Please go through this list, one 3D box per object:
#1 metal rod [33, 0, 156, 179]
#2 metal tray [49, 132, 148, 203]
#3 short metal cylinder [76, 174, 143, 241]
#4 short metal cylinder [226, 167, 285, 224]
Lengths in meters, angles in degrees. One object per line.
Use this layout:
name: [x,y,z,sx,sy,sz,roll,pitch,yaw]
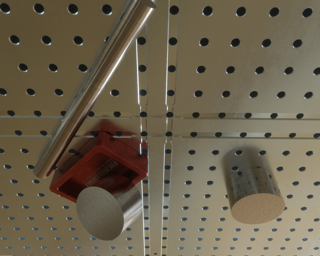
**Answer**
metal rod: [-0.096,-0.030,0.384,0.025,0.025,0.298,26,125,-21]
metal tray: [-0.092,0.071,0.467,0.090,0.030,0.130,35,122,-26]
short metal cylinder: [-0.073,0.113,0.449,0.080,0.050,0.079,6,104,25]
short metal cylinder: [0.148,0.108,0.488,0.081,0.050,0.079,0,130,0]
